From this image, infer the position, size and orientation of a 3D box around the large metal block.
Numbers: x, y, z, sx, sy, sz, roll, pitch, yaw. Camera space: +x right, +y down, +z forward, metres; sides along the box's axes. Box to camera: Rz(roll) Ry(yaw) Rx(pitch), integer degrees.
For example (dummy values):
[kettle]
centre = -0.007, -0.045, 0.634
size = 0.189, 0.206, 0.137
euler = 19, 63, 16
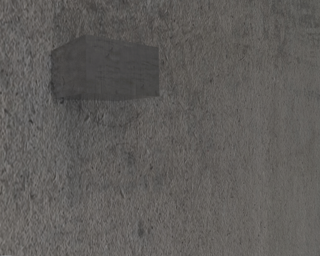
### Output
[large metal block]
centre = -0.058, -0.056, 0.320
size = 0.081, 0.080, 0.050
euler = -2, 91, -40
